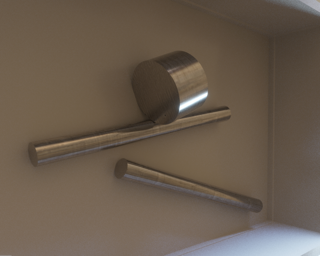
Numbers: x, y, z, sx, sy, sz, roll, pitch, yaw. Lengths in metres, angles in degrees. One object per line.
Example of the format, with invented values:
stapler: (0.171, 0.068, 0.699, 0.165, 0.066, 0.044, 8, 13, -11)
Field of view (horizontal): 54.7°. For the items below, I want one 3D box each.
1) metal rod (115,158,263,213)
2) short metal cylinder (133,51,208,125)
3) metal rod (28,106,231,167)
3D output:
metal rod: (0.063, 0.094, 0.462, 0.302, 0.025, 0.025, 23, 76, -38)
short metal cylinder: (0.012, -0.050, 0.382, 0.050, 0.080, 0.080, -28, 108, -37)
metal rod: (-0.010, 0.001, 0.399, 0.302, 0.025, 0.025, -12, 98, -40)
